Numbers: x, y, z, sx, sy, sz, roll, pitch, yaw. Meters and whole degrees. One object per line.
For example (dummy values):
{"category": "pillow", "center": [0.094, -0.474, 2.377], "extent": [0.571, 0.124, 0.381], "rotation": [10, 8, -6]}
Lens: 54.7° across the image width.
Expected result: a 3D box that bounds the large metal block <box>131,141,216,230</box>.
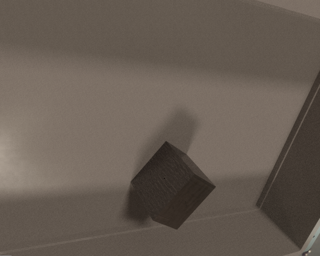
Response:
{"category": "large metal block", "center": [0.016, 0.079, 0.432], "extent": [0.080, 0.080, 0.050], "rotation": [-50, 129, 7]}
